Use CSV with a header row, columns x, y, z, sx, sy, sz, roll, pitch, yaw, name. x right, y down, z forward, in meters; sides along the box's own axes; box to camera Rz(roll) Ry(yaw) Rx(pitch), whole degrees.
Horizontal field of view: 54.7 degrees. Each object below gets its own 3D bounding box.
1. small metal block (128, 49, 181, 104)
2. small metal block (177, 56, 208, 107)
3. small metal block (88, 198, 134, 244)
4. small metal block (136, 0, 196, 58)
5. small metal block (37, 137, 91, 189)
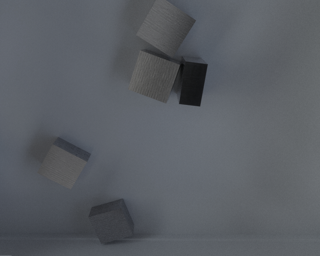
x,y,z,sx,sy,sz,roll,pitch,yaw,name
-0.006,-0.064,0.383,0.050,0.025,0.050,21,109,2,small metal block
0.038,-0.058,0.377,0.025,0.050,0.050,7,110,-3,small metal block
-0.071,0.139,0.462,0.050,0.025,0.050,-17,110,6,small metal block
0.007,-0.120,0.367,0.050,0.025,0.050,30,107,-11,small metal block
-0.132,0.049,0.427,0.050,0.025,0.050,30,107,-11,small metal block
